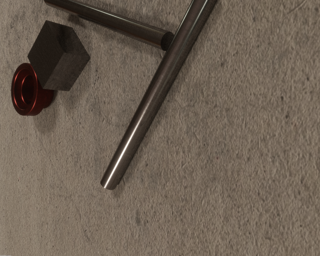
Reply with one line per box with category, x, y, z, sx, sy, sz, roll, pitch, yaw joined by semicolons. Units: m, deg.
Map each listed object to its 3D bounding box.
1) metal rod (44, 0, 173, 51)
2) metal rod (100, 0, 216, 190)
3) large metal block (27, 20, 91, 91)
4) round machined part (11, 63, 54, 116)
metal rod;-0.096;-0.173;0.480;0.300;0.025;0.025;31;109;35
metal rod;-0.011;-0.037;0.411;0.025;0.025;0.298;43;115;31
large metal block;-0.174;-0.121;0.529;0.080;0.050;0.080;-47;62;29
round machined part;-0.238;-0.072;0.587;0.098;0.042;0.097;0;90;39
